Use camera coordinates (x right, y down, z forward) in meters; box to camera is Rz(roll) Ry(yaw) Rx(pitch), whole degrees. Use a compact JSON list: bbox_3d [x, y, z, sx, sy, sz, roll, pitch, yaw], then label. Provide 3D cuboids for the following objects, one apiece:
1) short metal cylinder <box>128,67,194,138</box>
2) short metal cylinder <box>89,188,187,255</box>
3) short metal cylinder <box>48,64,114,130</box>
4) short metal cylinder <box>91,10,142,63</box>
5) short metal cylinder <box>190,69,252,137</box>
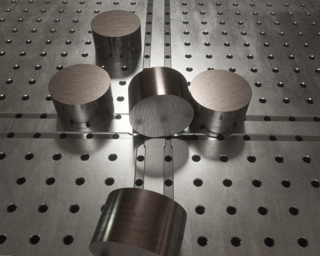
[{"bbox_3d":[0.000,-0.032,0.399,0.081,0.080,0.050,-4,50,-4],"label":"short metal cylinder"},{"bbox_3d":[-0.019,0.098,0.289,0.080,0.080,0.050,10,51,8],"label":"short metal cylinder"},{"bbox_3d":[-0.106,-0.043,0.427,0.081,0.050,0.080,0,50,0],"label":"short metal cylinder"},{"bbox_3d":[-0.072,-0.155,0.521,0.081,0.050,0.080,0,50,0],"label":"short metal cylinder"},{"bbox_3d":[0.079,-0.035,0.422,0.081,0.050,0.080,0,50,0],"label":"short metal cylinder"}]
